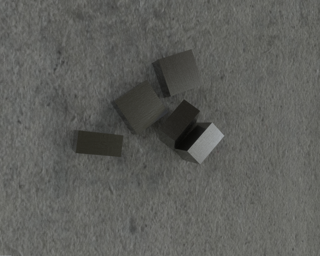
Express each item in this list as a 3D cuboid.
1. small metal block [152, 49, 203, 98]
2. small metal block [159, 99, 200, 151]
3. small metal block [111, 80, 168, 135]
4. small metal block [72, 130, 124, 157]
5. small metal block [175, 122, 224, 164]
[{"bbox_3d":[0.024,-0.073,0.419,0.050,0.025,0.050,-22,98,-19],"label":"small metal block"},{"bbox_3d":[0.024,-0.003,0.403,0.025,0.050,0.050,38,76,11],"label":"small metal block"},{"bbox_3d":[-0.027,-0.026,0.400,0.050,0.025,0.050,-37,102,-17],"label":"small metal block"},{"bbox_3d":[-0.075,0.018,0.369,0.050,0.050,0.025,7,88,-20],"label":"small metal block"},{"bbox_3d":[0.050,0.019,0.416,0.025,0.050,0.050,46,76,-15],"label":"small metal block"}]
